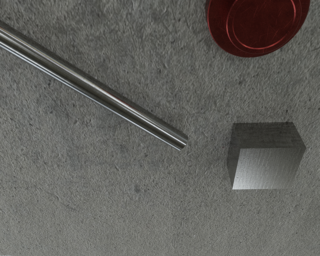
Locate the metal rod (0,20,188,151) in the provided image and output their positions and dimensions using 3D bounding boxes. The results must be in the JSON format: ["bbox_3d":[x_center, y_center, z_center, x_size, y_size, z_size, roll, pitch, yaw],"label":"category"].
[{"bbox_3d":[-0.088,-0.051,0.362,0.301,0.025,0.025,31,123,-24],"label":"metal rod"}]

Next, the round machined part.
[{"bbox_3d":[0.096,-0.112,0.302,0.099,0.042,0.097,0,130,0],"label":"round machined part"}]

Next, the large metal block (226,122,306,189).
[{"bbox_3d":[0.140,0.039,0.425,0.080,0.050,0.079,-1,130,0],"label":"large metal block"}]
